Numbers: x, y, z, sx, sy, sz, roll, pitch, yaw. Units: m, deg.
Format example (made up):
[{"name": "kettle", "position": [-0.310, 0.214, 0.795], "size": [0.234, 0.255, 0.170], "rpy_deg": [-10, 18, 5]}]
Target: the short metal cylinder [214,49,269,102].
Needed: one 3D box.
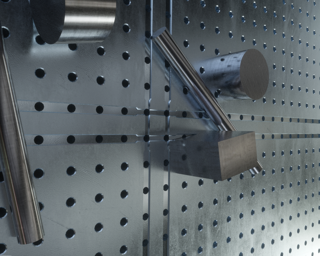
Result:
[{"name": "short metal cylinder", "position": [0.133, -0.084, 0.504], "size": [0.081, 0.050, 0.079], "rpy_deg": [0, 90, -40]}]

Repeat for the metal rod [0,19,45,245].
[{"name": "metal rod", "position": [-0.148, -0.039, 0.284], "size": [0.025, 0.025, 0.298], "rpy_deg": [-15, 99, -39]}]

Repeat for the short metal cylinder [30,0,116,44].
[{"name": "short metal cylinder", "position": [-0.086, -0.123, 0.301], "size": [0.050, 0.080, 0.079], "rpy_deg": [-15, 100, -39]}]

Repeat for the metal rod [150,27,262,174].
[{"name": "metal rod", "position": [0.084, -0.026, 0.479], "size": [0.300, 0.025, 0.025], "rpy_deg": [49, 61, -29]}]

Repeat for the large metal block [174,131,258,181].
[{"name": "large metal block", "position": [0.079, 0.035, 0.440], "size": [0.081, 0.080, 0.050], "rpy_deg": [-12, 98, -39]}]
